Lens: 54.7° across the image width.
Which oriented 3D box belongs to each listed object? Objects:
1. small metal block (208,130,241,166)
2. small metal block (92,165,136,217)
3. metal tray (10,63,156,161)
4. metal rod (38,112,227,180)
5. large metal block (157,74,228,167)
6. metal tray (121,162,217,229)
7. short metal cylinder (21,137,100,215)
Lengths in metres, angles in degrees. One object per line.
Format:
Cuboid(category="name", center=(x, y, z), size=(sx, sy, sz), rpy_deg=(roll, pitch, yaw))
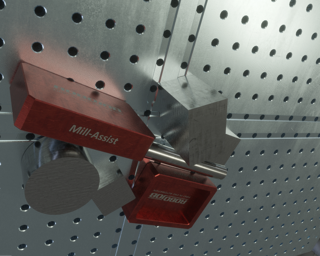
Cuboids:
Cuboid(category="small metal block", center=(0.088, 0.026, 0.475), size=(0.050, 0.025, 0.050), rpy_deg=(18, 109, -35))
Cuboid(category="small metal block", center=(-0.068, 0.087, 0.429), size=(0.050, 0.025, 0.050), rpy_deg=(-29, 128, -10))
Cuboid(category="metal tray", center=(-0.078, -0.015, 0.316), size=(0.131, 0.090, 0.030), rpy_deg=(20, 108, -36))
Cuboid(category="metal rod", center=(-0.013, 0.030, 0.422), size=(0.302, 0.025, 0.025), rpy_deg=(21, 107, -36))
Cuboid(category="large metal block", center=(0.039, -0.012, 0.391), size=(0.050, 0.080, 0.079), rpy_deg=(-17, 126, -19))
Cuboid(category="metal tray", center=(0.017, 0.110, 0.484), size=(0.131, 0.030, 0.090), rpy_deg=(20, 108, -36))
Cuboid(category="short metal cylinder", center=(-0.117, 0.054, 0.363), size=(0.081, 0.050, 0.079), rpy_deg=(-14, 124, -21))
